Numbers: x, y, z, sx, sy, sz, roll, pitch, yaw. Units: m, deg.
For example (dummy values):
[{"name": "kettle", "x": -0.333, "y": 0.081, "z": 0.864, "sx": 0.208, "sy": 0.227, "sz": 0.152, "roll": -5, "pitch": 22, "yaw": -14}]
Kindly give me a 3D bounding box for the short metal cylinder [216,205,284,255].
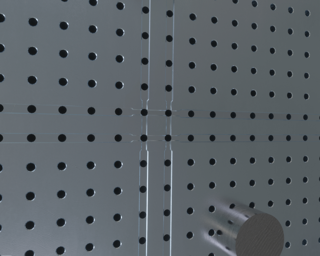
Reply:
[{"name": "short metal cylinder", "x": 0.129, "y": 0.156, "z": 0.447, "sx": 0.081, "sy": 0.050, "sz": 0.079, "roll": 0, "pitch": 90, "yaw": -20}]
